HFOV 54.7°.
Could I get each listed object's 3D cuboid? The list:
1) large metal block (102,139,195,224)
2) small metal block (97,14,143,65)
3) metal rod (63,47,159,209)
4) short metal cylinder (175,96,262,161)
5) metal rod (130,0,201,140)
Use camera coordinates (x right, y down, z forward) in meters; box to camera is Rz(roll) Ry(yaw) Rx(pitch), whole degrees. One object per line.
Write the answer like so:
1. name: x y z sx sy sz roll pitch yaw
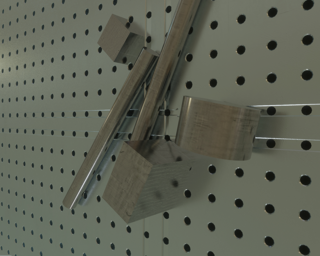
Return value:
1. large metal block: -0.013 0.062 0.383 0.050 0.081 0.079 36 112 34
2. small metal block: -0.060 -0.130 0.457 0.050 0.025 0.050 50 119 28
3. metal rod: -0.084 0.014 0.475 0.025 0.025 0.298 46 117 30
4. short metal cylinder: 0.060 -0.002 0.323 0.080 0.081 0.050 17 101 38
5. metal rod: -0.006 -0.044 0.412 0.025 0.025 0.298 32 110 35
